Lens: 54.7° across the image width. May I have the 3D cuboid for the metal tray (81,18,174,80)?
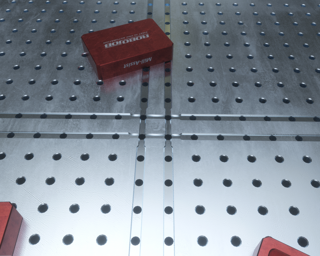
[{"bbox_3d":[-0.054,-0.135,0.517,0.131,0.030,0.090,-20,53,-16],"label":"metal tray"}]

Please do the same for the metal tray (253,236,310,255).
[{"bbox_3d":[0.137,0.166,0.266,0.130,0.030,0.090,23,53,17],"label":"metal tray"}]

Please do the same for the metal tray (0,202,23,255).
[{"bbox_3d":[-0.215,0.120,0.301,0.131,0.030,0.090,-1,50,-1],"label":"metal tray"}]
